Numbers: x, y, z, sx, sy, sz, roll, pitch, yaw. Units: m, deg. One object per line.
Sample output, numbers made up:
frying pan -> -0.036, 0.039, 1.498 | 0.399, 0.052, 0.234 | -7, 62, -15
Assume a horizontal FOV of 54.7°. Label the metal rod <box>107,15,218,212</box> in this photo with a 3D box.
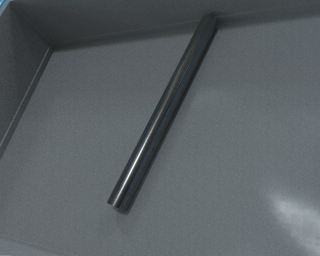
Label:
metal rod -> 0.011, -0.032, 0.418 | 0.025, 0.025, 0.300 | 14, 69, 33
